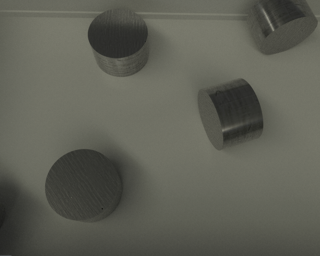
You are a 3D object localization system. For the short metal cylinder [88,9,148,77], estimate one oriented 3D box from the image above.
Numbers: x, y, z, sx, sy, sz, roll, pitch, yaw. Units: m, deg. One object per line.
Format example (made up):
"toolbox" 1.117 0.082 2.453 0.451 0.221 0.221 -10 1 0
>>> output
"short metal cylinder" -0.057 -0.120 0.439 0.081 0.050 0.080 0 70 0

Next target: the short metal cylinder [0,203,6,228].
"short metal cylinder" -0.220 0.106 0.339 0.050 0.080 0.080 26 72 9

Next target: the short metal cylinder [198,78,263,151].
"short metal cylinder" 0.086 -0.017 0.388 0.050 0.080 0.080 -17 71 -6

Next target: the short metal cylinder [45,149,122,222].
"short metal cylinder" -0.088 0.070 0.370 0.081 0.050 0.080 0 70 0

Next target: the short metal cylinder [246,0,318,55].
"short metal cylinder" 0.170 -0.149 0.437 0.081 0.080 0.050 -16 71 -6
